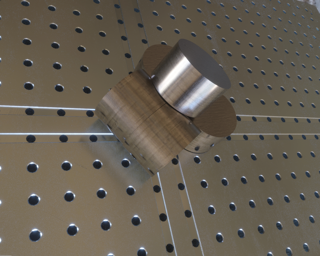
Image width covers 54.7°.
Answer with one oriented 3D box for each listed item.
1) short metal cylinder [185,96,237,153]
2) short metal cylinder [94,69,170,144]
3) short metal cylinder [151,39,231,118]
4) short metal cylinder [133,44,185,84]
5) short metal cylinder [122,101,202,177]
[{"bbox_3d":[0.058,-0.012,0.431,0.081,0.050,0.080,14,56,-21],"label":"short metal cylinder"},{"bbox_3d":[-0.031,-0.025,0.373,0.050,0.080,0.080,47,51,4],"label":"short metal cylinder"},{"bbox_3d":[0.037,-0.059,0.367,0.080,0.050,0.080,31,32,-22],"label":"short metal cylinder"},{"bbox_3d":[0.004,-0.071,0.437,0.081,0.050,0.080,14,56,-21],"label":"short metal cylinder"},{"bbox_3d":[0.003,0.013,0.368,0.050,0.080,0.080,47,51,4],"label":"short metal cylinder"}]
